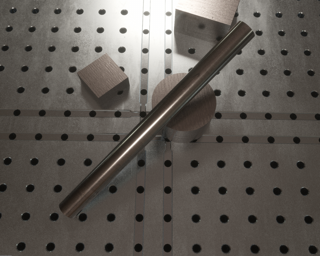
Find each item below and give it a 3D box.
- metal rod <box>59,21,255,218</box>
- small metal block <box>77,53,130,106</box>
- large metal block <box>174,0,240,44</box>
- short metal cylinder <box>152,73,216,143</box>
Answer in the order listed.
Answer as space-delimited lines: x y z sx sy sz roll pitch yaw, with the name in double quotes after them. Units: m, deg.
-0.007 -0.006 0.363 0.300 0.025 0.025 -45 76 5 "metal rod"
-0.079 -0.069 0.436 0.050 0.025 0.050 -38 75 -13 "small metal block"
0.073 -0.181 0.465 0.080 0.050 0.080 20 71 6 "large metal block"
0.030 -0.025 0.408 0.081 0.050 0.080 0 70 0 "short metal cylinder"
